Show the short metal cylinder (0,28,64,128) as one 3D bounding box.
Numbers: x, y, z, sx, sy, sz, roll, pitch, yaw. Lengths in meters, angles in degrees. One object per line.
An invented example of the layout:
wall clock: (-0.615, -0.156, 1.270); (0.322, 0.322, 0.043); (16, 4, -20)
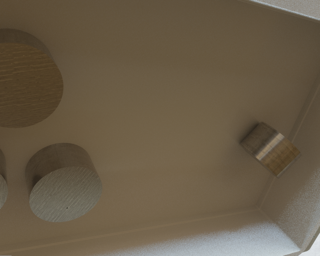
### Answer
short metal cylinder: (-0.137, -0.047, 0.290); (0.081, 0.050, 0.079); (-14, 125, -21)

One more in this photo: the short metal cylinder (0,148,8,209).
short metal cylinder: (-0.201, 0.053, 0.316); (0.081, 0.050, 0.079); (-14, 125, -21)

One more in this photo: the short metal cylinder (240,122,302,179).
short metal cylinder: (0.175, 0.035, 0.493); (0.050, 0.080, 0.080); (-48, 129, 5)

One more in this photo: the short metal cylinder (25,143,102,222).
short metal cylinder: (-0.115, 0.065, 0.370); (0.081, 0.050, 0.079); (-14, 125, -21)
